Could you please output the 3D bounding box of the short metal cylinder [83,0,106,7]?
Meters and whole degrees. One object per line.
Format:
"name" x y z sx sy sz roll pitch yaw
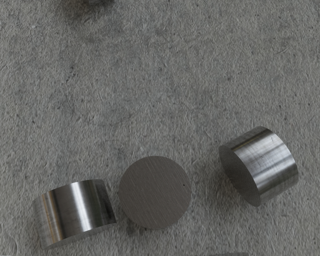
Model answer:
"short metal cylinder" -0.102 -0.230 0.462 0.050 0.080 0.080 -29 73 -10

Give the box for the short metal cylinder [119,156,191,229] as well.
"short metal cylinder" -0.005 0.078 0.366 0.081 0.050 0.080 0 70 0

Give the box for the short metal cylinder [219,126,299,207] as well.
"short metal cylinder" 0.113 0.044 0.363 0.050 0.080 0.080 -27 72 -9

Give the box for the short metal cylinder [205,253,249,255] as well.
"short metal cylinder" 0.057 0.161 0.320 0.081 0.080 0.050 -7 70 -3

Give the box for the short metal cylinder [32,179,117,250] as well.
"short metal cylinder" -0.094 0.096 0.343 0.080 0.080 0.050 -19 71 -7
